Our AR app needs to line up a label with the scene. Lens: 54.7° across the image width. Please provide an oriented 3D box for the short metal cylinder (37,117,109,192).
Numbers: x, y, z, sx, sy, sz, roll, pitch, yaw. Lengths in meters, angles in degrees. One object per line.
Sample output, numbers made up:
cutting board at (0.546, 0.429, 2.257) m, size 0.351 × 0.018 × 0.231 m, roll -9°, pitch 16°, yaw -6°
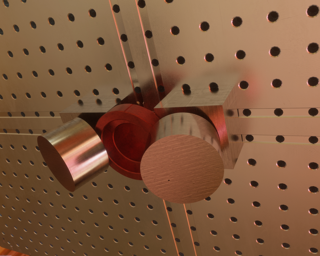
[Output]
short metal cylinder at (-0.110, 0.033, 0.392) m, size 0.080 × 0.050 × 0.079 m, roll 32°, pitch 140°, yaw 33°

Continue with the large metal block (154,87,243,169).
large metal block at (0.048, 0.000, 0.369) m, size 0.080 × 0.050 × 0.080 m, roll -1°, pitch 118°, yaw 28°

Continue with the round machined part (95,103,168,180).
round machined part at (-0.028, 0.013, 0.385) m, size 0.098 × 0.042 × 0.097 m, roll 13°, pitch 124°, yaw 21°

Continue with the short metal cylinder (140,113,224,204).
short metal cylinder at (0.023, 0.030, 0.320) m, size 0.080 × 0.050 × 0.079 m, roll 2°, pitch 116°, yaw 5°

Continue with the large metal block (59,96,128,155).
large metal block at (-0.083, 0.003, 0.441) m, size 0.080 × 0.050 × 0.080 m, roll 1°, pitch 119°, yaw 28°
